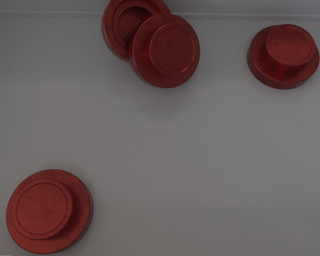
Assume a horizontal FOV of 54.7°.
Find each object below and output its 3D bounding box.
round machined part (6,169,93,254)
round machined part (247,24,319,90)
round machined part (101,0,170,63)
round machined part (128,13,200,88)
[{"bbox_3d":[-0.132,0.096,0.364,0.099,0.042,0.098,0,70,0],"label":"round machined part"},{"bbox_3d":[0.178,-0.108,0.441,0.099,0.042,0.098,0,70,0],"label":"round machined part"},{"bbox_3d":[-0.034,-0.139,0.436,0.099,0.042,0.097,-2,97,-20],"label":"round machined part"},{"bbox_3d":[0.011,-0.102,0.411,0.099,0.042,0.097,-5,102,-22],"label":"round machined part"}]
